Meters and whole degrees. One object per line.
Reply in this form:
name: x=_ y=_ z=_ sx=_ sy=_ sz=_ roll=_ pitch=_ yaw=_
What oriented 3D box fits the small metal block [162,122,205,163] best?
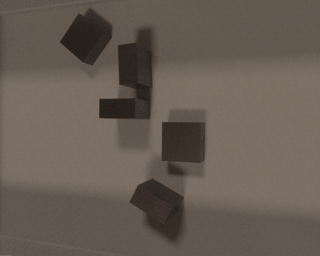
small metal block: x=0.030 y=0.018 z=0.399 sx=0.050 sy=0.025 sz=0.050 roll=1 pitch=90 yaw=19

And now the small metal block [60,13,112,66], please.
small metal block: x=-0.107 y=-0.127 z=0.447 sx=0.050 sy=0.025 sz=0.050 roll=41 pitch=103 yaw=15

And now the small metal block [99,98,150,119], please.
small metal block: x=-0.046 y=-0.025 z=0.412 sx=0.050 sy=0.050 sz=0.025 roll=1 pitch=91 yaw=19

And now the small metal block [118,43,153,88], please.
small metal block: x=-0.032 y=-0.080 z=0.407 sx=0.025 sy=0.050 sz=0.050 roll=-3 pitch=89 yaw=20

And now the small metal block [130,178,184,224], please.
small metal block: x=-0.003 y=0.092 z=0.397 sx=0.050 sy=0.050 sz=0.025 roll=28 pitch=99 yaw=17
